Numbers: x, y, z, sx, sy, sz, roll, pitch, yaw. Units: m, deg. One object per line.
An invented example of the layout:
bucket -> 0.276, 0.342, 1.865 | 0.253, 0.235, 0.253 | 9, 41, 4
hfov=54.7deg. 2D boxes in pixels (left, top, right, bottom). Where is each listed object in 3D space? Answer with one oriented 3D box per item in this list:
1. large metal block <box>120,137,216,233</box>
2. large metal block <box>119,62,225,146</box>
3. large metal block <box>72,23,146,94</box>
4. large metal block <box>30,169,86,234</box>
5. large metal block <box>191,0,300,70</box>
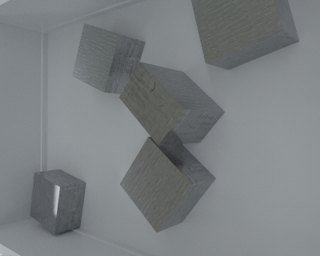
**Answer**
large metal block -> 0.007, 0.066, 0.385 | 0.080, 0.050, 0.080 | 46, 117, 30
large metal block -> 0.014, -0.027, 0.359 | 0.080, 0.081, 0.050 | 50, 119, 28
large metal block -> -0.077, -0.100, 0.454 | 0.080, 0.050, 0.079 | 28, 107, 36
large metal block -> -0.178, 0.124, 0.538 | 0.080, 0.050, 0.079 | 15, 100, 39
large metal block -> 0.085, -0.115, 0.320 | 0.080, 0.050, 0.080 | -18, 79, 38
